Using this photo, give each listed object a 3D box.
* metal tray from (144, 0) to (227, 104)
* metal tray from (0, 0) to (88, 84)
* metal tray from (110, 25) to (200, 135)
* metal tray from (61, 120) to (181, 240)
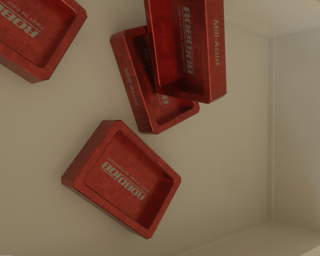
[{"bbox_3d":[0.028,-0.099,0.354,0.030,0.090,0.129,-27,121,-37],"label":"metal tray"},{"bbox_3d":[-0.143,-0.113,0.283,0.130,0.030,0.090,37,67,-34],"label":"metal tray"},{"bbox_3d":[-0.002,-0.067,0.403,0.091,0.030,0.129,-28,108,-37],"label":"metal tray"},{"bbox_3d":[-0.039,0.063,0.372,0.130,0.030,0.090,46,62,-31],"label":"metal tray"}]
